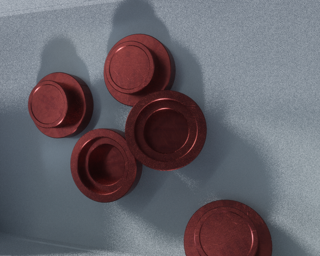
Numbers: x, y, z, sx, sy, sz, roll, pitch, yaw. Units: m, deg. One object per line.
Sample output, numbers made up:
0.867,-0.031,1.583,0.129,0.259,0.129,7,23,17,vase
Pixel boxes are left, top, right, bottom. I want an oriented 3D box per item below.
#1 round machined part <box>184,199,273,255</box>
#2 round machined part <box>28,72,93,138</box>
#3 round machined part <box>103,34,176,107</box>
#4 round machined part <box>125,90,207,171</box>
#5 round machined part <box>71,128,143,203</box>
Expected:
0.076,0.128,0.351,0.098,0.042,0.098,-7,56,10,round machined part
-0.151,-0.034,0.453,0.098,0.042,0.097,0,90,19,round machined part
-0.032,-0.077,0.412,0.098,0.042,0.097,0,90,19,round machined part
0.009,0.005,0.390,0.099,0.042,0.097,-1,83,7,round machined part
-0.069,0.049,0.425,0.098,0.042,0.097,0,90,19,round machined part
